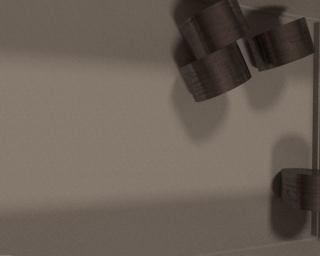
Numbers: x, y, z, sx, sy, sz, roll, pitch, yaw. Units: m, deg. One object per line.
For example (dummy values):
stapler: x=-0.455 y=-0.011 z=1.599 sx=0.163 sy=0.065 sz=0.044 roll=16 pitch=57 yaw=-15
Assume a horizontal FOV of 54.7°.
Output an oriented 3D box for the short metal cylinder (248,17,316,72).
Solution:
short metal cylinder: x=0.174 y=-0.120 z=0.447 sx=0.081 sy=0.080 sz=0.050 roll=-24 pitch=99 yaw=-19

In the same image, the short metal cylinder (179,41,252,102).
short metal cylinder: x=0.073 y=-0.074 z=0.409 sx=0.080 sy=0.080 sz=0.050 roll=-30 pitch=100 yaw=-18

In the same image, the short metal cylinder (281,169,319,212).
short metal cylinder: x=0.225 y=0.091 z=0.467 sx=0.081 sy=0.080 sz=0.050 roll=1 pitch=90 yaw=-20

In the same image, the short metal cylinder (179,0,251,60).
short metal cylinder: x=0.072 y=-0.130 z=0.409 sx=0.080 sy=0.080 sz=0.050 roll=-29 pitch=100 yaw=-18
